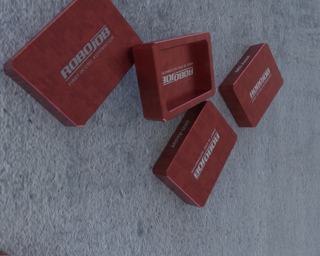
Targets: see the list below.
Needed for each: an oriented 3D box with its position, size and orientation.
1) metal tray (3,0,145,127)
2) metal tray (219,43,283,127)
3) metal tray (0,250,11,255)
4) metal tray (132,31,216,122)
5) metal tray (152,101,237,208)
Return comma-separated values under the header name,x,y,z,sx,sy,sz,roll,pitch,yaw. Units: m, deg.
name,x,y,z,sx,sy,sz,roll,pitch,yaw
metal tray,-0.083,-0.076,0.331,0.090,0.030,0.130,49,61,-29
metal tray,0.161,-0.074,0.536,0.130,0.030,0.090,-50,120,-28
metal tray,-0.151,0.190,0.274,0.090,0.030,0.130,47,62,-30
metal tray,0.025,-0.070,0.398,0.131,0.030,0.089,-29,117,-47
metal tray,0.055,0.036,0.448,0.090,0.030,0.130,47,62,-30
